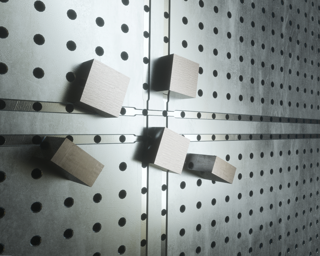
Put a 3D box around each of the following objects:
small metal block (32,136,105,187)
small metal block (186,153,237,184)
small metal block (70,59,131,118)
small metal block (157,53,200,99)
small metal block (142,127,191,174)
[{"bbox_3d":[-0.094,0.034,0.316,0.050,0.050,0.025,44,64,-32],"label":"small metal block"},{"bbox_3d":[0.076,0.060,0.459,0.050,0.050,0.025,31,71,-36],"label":"small metal block"},{"bbox_3d":[-0.067,-0.044,0.354,0.050,0.025,0.050,24,75,-38],"label":"small metal block"},{"bbox_3d":[0.026,-0.071,0.433,0.050,0.025,0.050,11,83,-40],"label":"small metal block"},{"bbox_3d":[0.009,0.031,0.419,0.050,0.025,0.050,27,73,-37],"label":"small metal block"}]
